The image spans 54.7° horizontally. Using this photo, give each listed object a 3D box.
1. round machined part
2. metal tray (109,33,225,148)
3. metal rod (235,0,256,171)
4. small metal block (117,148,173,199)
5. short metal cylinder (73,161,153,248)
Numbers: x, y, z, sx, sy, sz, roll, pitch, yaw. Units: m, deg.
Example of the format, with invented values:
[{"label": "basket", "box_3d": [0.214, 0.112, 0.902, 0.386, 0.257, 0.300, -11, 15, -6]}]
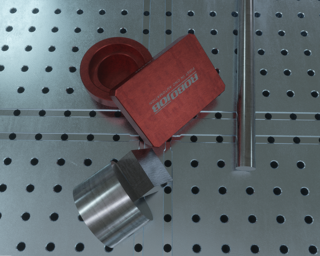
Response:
[{"label": "round machined part", "box_3d": [-0.057, -0.073, 0.429, 0.099, 0.042, 0.098, 0, 70, -1]}, {"label": "metal tray", "box_3d": [0.013, -0.049, 0.402, 0.130, 0.030, 0.090, -41, 109, -15]}, {"label": "metal rod", "box_3d": [0.124, -0.088, 0.445, 0.025, 0.025, 0.299, 5, 70, 1]}, {"label": "small metal block", "box_3d": [-0.017, 0.053, 0.376, 0.025, 0.050, 0.050, -41, 73, 21]}, {"label": "short metal cylinder", "box_3d": [-0.052, 0.084, 0.347, 0.050, 0.080, 0.080, -36, 74, -1]}]
